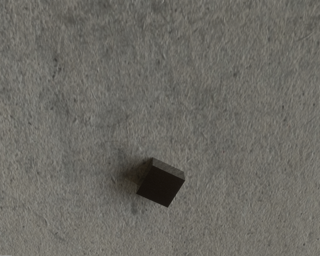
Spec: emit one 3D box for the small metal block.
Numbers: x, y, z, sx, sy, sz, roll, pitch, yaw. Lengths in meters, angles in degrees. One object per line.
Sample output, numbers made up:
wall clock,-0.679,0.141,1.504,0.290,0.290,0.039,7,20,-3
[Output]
small metal block,0.001,0.077,0.438,0.050,0.025,0.050,26,108,-10
